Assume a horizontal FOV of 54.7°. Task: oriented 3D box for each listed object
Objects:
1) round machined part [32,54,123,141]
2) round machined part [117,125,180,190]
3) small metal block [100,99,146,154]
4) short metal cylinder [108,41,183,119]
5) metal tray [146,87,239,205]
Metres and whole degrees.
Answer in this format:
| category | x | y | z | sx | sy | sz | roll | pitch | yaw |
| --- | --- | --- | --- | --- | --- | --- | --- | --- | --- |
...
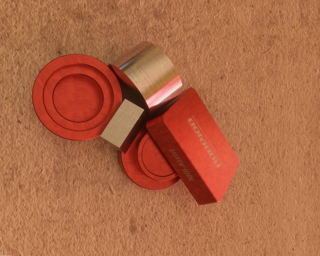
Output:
| category | x | y | z | sx | sy | sz | roll | pitch | yaw |
| --- | --- | --- | --- | --- | --- | --- | --- | --- | --- |
| round machined part | -0.097 | -0.034 | 0.366 | 0.099 | 0.042 | 0.097 | 0 | 90 | -21 |
| round machined part | -0.002 | 0.032 | 0.401 | 0.099 | 0.042 | 0.097 | 0 | 90 | -21 |
| small metal block | -0.041 | 0.000 | 0.364 | 0.025 | 0.050 | 0.050 | 31 | 79 | 7 |
| short metal cylinder | -0.019 | -0.057 | 0.376 | 0.050 | 0.080 | 0.080 | -40 | 103 | -16 |
| metal tray | 0.048 | 0.022 | 0.403 | 0.130 | 0.030 | 0.090 | 56 | 42 | -12 |
